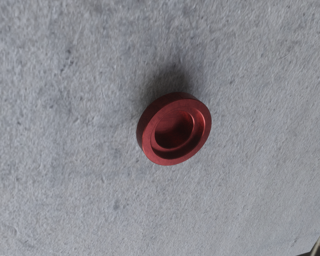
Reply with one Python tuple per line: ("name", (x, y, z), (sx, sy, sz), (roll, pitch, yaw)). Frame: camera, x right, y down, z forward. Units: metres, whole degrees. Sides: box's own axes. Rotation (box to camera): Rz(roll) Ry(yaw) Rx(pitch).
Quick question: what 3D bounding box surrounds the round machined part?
("round machined part", (0.014, -0.003, 0.404), (0.099, 0.042, 0.097), (-14, 125, -21))
